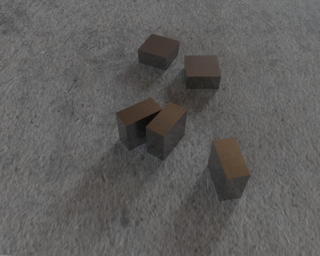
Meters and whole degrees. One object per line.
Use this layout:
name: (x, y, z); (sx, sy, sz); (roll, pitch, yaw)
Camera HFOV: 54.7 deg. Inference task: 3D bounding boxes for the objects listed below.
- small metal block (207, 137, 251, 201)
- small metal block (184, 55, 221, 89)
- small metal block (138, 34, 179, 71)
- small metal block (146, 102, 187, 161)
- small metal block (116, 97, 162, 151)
small metal block: (0.076, 0.047, 0.349); (0.025, 0.050, 0.050); (-8, 51, -7)
small metal block: (0.064, -0.086, 0.477); (0.050, 0.025, 0.050); (0, 50, -1)
small metal block: (-0.002, -0.125, 0.509); (0.050, 0.025, 0.050); (20, 53, 15)
small metal block: (0.008, 0.004, 0.383); (0.025, 0.050, 0.050); (28, 55, 21)
small metal block: (-0.025, -0.004, 0.390); (0.050, 0.050, 0.025); (-26, 55, -21)
